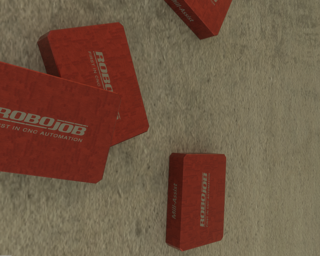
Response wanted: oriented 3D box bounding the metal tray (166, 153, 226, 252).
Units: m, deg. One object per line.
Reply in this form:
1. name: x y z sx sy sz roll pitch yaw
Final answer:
1. metal tray: 0.054 0.102 0.450 0.091 0.030 0.129 4 87 -40

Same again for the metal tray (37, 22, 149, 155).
1. metal tray: -0.069 -0.045 0.345 0.091 0.030 0.129 -23 105 -38

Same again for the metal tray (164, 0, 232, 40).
1. metal tray: 0.048 -0.203 0.443 0.130 0.030 0.090 36 68 -34

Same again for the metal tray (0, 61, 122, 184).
1. metal tray: -0.110 -0.004 0.283 0.131 0.030 0.089 13 90 -26
